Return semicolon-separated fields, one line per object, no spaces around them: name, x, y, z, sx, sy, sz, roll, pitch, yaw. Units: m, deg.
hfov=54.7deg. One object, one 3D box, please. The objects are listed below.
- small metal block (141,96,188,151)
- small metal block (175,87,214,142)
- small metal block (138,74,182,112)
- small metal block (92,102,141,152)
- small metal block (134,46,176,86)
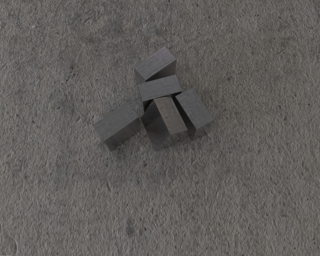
small metal block;0.004;-0.005;0.393;0.025;0.050;0.050;-14;69;-29
small metal block;0.042;-0.016;0.401;0.025;0.050;0.050;-28;73;-10
small metal block;0.000;-0.041;0.410;0.050;0.050;0.025;-15;70;-6
small metal block;-0.053;0.000;0.394;0.050;0.050;0.025;-36;74;-12
small metal block;-0.006;-0.075;0.422;0.050;0.050;0.025;-37;74;-12
